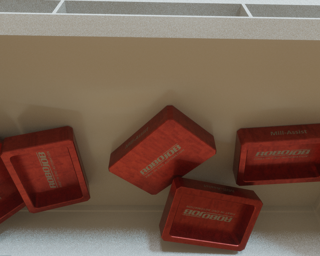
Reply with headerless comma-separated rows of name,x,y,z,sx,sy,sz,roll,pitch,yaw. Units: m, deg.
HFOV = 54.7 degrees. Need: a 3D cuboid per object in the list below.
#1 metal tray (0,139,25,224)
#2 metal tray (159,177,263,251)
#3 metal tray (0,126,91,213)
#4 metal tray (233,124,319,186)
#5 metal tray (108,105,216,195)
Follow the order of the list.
metal tray,-0.245,0.082,0.435,0.030,0.091,0.129,29,141,33
metal tray,0.073,0.128,0.455,0.131,0.030,0.089,12,107,-11
metal tray,-0.157,0.063,0.441,0.091,0.030,0.129,-11,131,-10
metal tray,0.175,0.040,0.442,0.131,0.030,0.089,-4,130,2
metal tray,0.002,0.037,0.437,0.090,0.030,0.130,35,122,-27
